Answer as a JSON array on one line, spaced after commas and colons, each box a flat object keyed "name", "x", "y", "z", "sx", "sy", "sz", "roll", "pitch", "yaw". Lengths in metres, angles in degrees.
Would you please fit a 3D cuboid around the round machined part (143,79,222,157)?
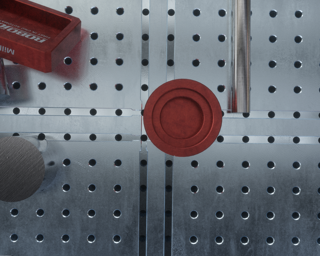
[{"name": "round machined part", "x": 0.028, "y": -0.013, "z": 0.405, "sx": 0.099, "sy": 0.042, "sz": 0.097, "roll": 0, "pitch": 90, "yaw": 0}]

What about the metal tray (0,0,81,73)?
[{"name": "metal tray", "x": -0.176, "y": -0.123, "z": 0.382, "sx": 0.131, "sy": 0.030, "sz": 0.090, "roll": 19, "pitch": 46, "yaw": 0}]

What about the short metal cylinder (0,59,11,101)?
[{"name": "short metal cylinder", "x": -0.234, "y": -0.058, "z": 0.384, "sx": 0.080, "sy": 0.080, "sz": 0.050, "roll": -11, "pitch": 90, "yaw": 0}]

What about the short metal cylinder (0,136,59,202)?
[{"name": "short metal cylinder", "x": -0.179, "y": 0.050, "z": 0.399, "sx": 0.081, "sy": 0.050, "sz": 0.080, "roll": 0, "pitch": 90, "yaw": 0}]

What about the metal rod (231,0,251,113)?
[{"name": "metal rod", "x": 0.108, "y": -0.169, "z": 0.413, "sx": 0.025, "sy": 0.025, "sz": 0.298, "roll": 0, "pitch": 90, "yaw": 0}]
